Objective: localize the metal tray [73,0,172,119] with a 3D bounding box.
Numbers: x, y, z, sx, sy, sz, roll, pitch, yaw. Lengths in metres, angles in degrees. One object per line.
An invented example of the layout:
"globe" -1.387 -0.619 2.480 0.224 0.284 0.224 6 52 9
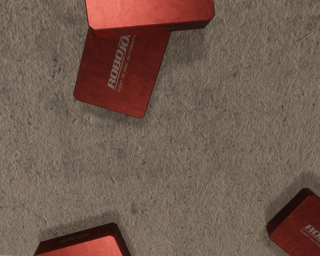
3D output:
"metal tray" -0.044 -0.086 0.375 0.091 0.030 0.129 17 109 -7

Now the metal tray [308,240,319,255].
"metal tray" 0.283 0.225 0.494 0.090 0.030 0.129 22 108 -9

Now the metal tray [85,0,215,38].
"metal tray" -0.013 -0.149 0.328 0.131 0.030 0.089 -7 92 -7

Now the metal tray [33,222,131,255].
"metal tray" -0.116 0.206 0.482 0.131 0.030 0.090 -17 110 5

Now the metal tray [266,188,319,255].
"metal tray" 0.236 0.162 0.450 0.130 0.030 0.090 39 101 1
